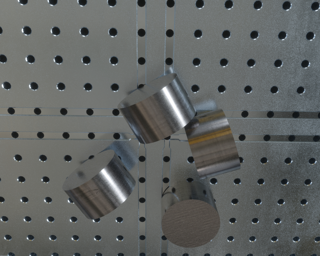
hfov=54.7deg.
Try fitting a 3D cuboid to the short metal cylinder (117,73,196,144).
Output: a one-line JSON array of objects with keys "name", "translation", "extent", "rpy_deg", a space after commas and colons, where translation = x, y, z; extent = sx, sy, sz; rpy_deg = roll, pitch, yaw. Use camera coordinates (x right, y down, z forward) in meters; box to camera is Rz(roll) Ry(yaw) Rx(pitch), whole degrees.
[{"name": "short metal cylinder", "translation": [-0.004, -0.024, 0.375], "extent": [0.080, 0.080, 0.050], "rpy_deg": [-27, 108, 9]}]

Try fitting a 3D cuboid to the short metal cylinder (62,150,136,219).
[{"name": "short metal cylinder", "translation": [-0.080, 0.073, 0.410], "extent": [0.080, 0.080, 0.050], "rpy_deg": [-30, 108, 10]}]

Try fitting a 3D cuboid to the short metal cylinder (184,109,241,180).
[{"name": "short metal cylinder", "translation": [0.064, 0.020, 0.393], "extent": [0.050, 0.080, 0.080], "rpy_deg": [-17, 110, 6]}]

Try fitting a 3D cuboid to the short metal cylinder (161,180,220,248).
[{"name": "short metal cylinder", "translation": [0.042, 0.123, 0.446], "extent": [0.081, 0.050, 0.079], "rpy_deg": [0, 110, -1]}]
